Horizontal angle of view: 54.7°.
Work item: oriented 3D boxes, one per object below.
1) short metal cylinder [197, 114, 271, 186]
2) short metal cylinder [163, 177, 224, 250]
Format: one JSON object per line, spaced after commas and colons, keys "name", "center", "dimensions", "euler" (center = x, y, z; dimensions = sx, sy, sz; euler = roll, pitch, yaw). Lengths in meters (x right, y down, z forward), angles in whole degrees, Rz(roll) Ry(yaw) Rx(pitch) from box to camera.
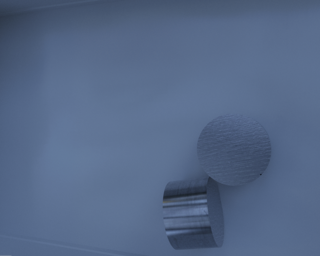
{"name": "short metal cylinder", "center": [0.089, 0.024, 0.366], "dimensions": [0.080, 0.050, 0.079], "euler": [0, 90, 19]}
{"name": "short metal cylinder", "center": [0.042, 0.100, 0.366], "dimensions": [0.050, 0.080, 0.080], "euler": [-11, 86, 19]}
